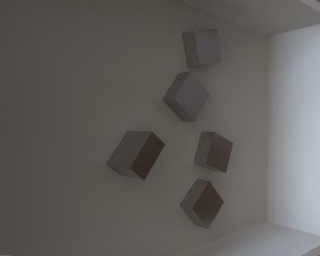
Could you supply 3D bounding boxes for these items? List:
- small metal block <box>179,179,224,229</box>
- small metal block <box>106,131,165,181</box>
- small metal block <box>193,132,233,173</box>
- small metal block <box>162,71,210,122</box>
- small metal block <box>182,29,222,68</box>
[{"bbox_3d":[0.063,0.113,0.463,0.050,0.025,0.050,-50,120,-28],"label":"small metal block"},{"bbox_3d":[-0.029,0.031,0.368,0.025,0.050,0.050,46,62,-31],"label":"small metal block"},{"bbox_3d":[0.083,0.038,0.479,0.050,0.025,0.050,27,73,-37],"label":"small metal block"},{"bbox_3d":[0.038,-0.044,0.441,0.050,0.025,0.050,45,63,-31],"label":"small metal block"},{"bbox_3d":[0.063,-0.119,0.461,0.050,0.025,0.050,-16,101,-39],"label":"small metal block"}]
